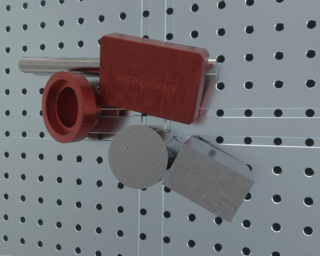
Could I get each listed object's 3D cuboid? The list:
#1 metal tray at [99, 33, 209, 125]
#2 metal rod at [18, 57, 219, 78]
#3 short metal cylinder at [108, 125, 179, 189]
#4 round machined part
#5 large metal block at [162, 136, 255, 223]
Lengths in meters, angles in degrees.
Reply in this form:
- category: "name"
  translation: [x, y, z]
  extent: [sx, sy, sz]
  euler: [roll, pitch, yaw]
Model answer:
- category: "metal tray"
  translation: [-0.011, -0.063, 0.391]
  extent: [0.130, 0.030, 0.089]
  euler: [14, 118, 15]
- category: "metal rod"
  translation: [-0.070, -0.087, 0.436]
  extent: [0.301, 0.025, 0.025]
  euler: [5, 92, 19]
- category: "short metal cylinder"
  translation: [-0.020, 0.036, 0.405]
  extent: [0.080, 0.050, 0.079]
  euler: [0, 90, 20]
- category: "round machined part"
  translation: [-0.120, -0.029, 0.434]
  extent: [0.098, 0.042, 0.097]
  euler: [3, 95, 39]
- category: "large metal block"
  translation: [0.056, 0.053, 0.357]
  extent: [0.080, 0.080, 0.050]
  euler: [29, 99, 8]
